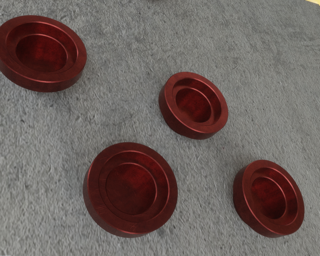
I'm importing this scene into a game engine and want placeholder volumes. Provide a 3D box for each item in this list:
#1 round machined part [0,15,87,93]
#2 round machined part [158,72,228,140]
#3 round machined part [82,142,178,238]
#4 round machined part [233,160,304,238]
[{"bbox_3d":[-0.141,-0.082,0.367,0.099,0.042,0.098,14,56,-21],"label":"round machined part"},{"bbox_3d":[0.042,-0.027,0.432,0.099,0.042,0.098,14,56,-21],"label":"round machined part"},{"bbox_3d":[-0.034,0.068,0.333,0.099,0.042,0.098,14,56,-21],"label":"round machined part"},{"bbox_3d":[0.137,0.095,0.409,0.099,0.042,0.098,14,56,-21],"label":"round machined part"}]
